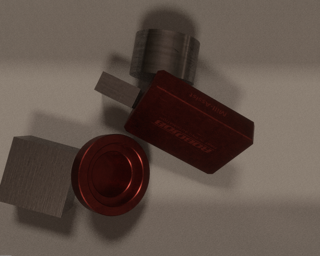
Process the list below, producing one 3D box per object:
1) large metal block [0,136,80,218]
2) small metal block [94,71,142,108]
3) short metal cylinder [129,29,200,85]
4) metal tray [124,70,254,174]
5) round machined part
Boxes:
[{"bbox_3d":[-0.148,0.059,0.397,0.080,0.050,0.080,15,90,-1],"label":"large metal block"},{"bbox_3d":[-0.051,-0.047,0.398,0.050,0.050,0.025,26,90,0],"label":"small metal block"},{"bbox_3d":[0.006,-0.084,0.384,0.080,0.080,0.050,9,90,-1],"label":"short metal cylinder"},{"bbox_3d":[0.033,-0.002,0.371,0.131,0.089,0.030,28,48,-10],"label":"metal tray"},{"bbox_3d":[-0.064,0.057,0.386,0.099,0.042,0.097,4,84,-39],"label":"round machined part"}]
